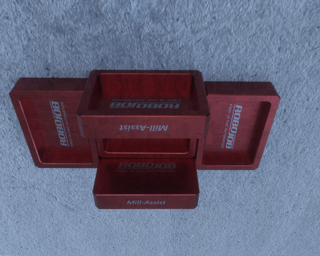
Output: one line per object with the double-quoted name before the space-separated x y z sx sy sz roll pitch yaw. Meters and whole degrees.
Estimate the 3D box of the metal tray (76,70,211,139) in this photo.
"metal tray" -0.016 -0.029 0.341 0.131 0.090 0.030 0 130 -1

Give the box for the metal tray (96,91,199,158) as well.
"metal tray" -0.017 -0.003 0.403 0.131 0.030 0.089 0 130 -1

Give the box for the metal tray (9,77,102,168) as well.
"metal tray" -0.127 -0.002 0.402 0.091 0.030 0.129 0 130 -1

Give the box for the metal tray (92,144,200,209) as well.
"metal tray" -0.017 0.063 0.418 0.131 0.090 0.030 0 130 -1

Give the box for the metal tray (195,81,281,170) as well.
"metal tray" 0.094 0.001 0.408 0.091 0.030 0.129 0 130 -1
